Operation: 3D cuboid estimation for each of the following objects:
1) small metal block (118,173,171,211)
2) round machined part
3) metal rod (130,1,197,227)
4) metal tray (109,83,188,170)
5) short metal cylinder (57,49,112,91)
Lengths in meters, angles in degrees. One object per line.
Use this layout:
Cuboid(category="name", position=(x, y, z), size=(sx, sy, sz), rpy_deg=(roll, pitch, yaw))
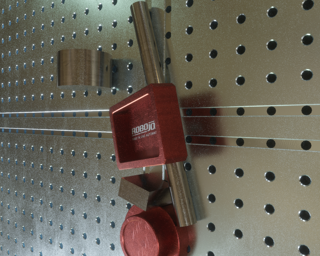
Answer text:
Cuboid(category="small metal block", position=(-0.018, 0.082, 0.406), size=(0.050, 0.050, 0.025), rpy_deg=(18, 102, 38))
Cuboid(category="round machined part", position=(-0.015, 0.146, 0.409), size=(0.098, 0.042, 0.097), rpy_deg=(0, 90, 39))
Cuboid(category="metal rod", position=(0.002, -0.026, 0.405), size=(0.025, 0.025, 0.299), rpy_deg=(-20, 77, 38))
Cuboid(category="metal tray", position=(-0.021, 0.004, 0.393), size=(0.130, 0.030, 0.089), rpy_deg=(-18, 80, 58))
Cuboid(category="short metal cylinder", position=(-0.112, -0.084, 0.463), size=(0.080, 0.081, 0.050), rpy_deg=(2, 91, 39))
